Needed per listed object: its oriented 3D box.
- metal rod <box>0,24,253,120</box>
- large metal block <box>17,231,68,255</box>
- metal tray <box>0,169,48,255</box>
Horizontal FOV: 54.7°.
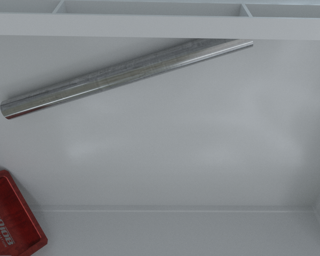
[{"bbox_3d":[-0.048,-0.060,0.357,0.301,0.025,0.025,-15,129,11],"label":"metal rod"},{"bbox_3d":[-0.231,0.254,0.589,0.080,0.080,0.050,-23,127,18],"label":"large metal block"},{"bbox_3d":[-0.226,0.129,0.431,0.030,0.090,0.130,-34,85,20],"label":"metal tray"}]
